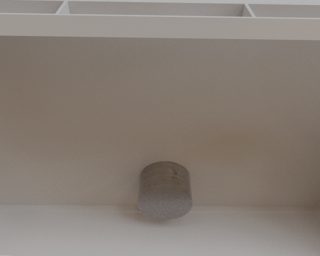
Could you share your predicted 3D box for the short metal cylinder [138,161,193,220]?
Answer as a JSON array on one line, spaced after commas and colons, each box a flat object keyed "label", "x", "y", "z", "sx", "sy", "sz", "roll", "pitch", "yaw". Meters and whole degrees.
[{"label": "short metal cylinder", "x": 0.008, "y": 0.097, "z": 0.475, "sx": 0.080, "sy": 0.050, "sz": 0.080, "roll": 0, "pitch": 130, "yaw": 0}]
